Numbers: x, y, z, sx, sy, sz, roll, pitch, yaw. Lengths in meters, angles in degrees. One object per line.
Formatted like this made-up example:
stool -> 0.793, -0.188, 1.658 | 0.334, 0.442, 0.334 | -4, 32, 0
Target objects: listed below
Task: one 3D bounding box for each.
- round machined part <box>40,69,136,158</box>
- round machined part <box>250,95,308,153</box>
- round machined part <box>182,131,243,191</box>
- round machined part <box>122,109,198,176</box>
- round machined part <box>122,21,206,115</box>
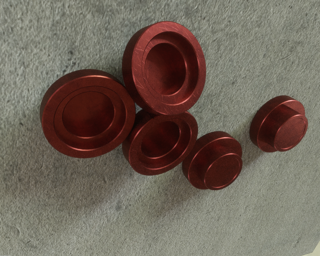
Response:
round machined part -> -0.080, -0.018, 0.341 | 0.099, 0.042, 0.097 | -14, 124, -21
round machined part -> 0.199, 0.000, 0.504 | 0.099, 0.042, 0.097 | -14, 124, -21
round machined part -> 0.087, 0.057, 0.479 | 0.099, 0.042, 0.097 | -14, 124, -21
round machined part -> -0.004, 0.010, 0.395 | 0.099, 0.042, 0.097 | -19, 131, -23
round machined part -> 0.001, -0.063, 0.341 | 0.099, 0.042, 0.097 | -3, 95, -36
